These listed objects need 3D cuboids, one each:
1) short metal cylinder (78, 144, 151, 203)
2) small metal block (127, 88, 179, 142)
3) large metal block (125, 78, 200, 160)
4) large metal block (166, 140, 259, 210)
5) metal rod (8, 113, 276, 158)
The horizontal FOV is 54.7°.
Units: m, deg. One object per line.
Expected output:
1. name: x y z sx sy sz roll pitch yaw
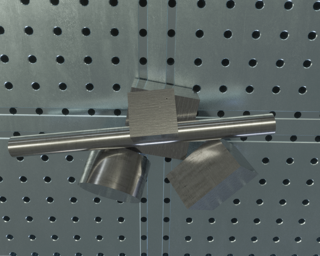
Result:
1. short metal cylinder: -0.057 0.060 0.395 0.080 0.080 0.050 18 66 -7
2. small metal block: -0.007 -0.013 0.338 0.050 0.025 0.050 -5 75 2
3. large metal block: -0.001 -0.012 0.392 0.081 0.050 0.079 10 110 -4
4. large metal block: 0.069 0.060 0.396 0.080 0.050 0.080 -43 149 14
5. metal rod: -0.022 0.009 0.359 0.302 0.025 0.025 -5 110 2
